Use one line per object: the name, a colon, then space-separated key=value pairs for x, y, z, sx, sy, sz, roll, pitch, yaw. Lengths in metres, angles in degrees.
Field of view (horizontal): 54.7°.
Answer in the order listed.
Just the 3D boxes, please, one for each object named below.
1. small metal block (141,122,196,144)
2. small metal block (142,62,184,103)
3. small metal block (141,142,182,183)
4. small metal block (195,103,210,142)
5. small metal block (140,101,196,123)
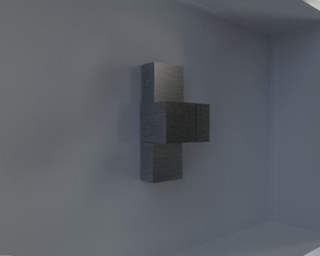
small metal block: x=0.010 y=0.005 z=0.397 sx=0.050 sy=0.050 sz=0.025 roll=0 pitch=91 yaw=-40
small metal block: x=0.004 y=-0.057 z=0.407 sx=0.050 sy=0.025 sz=0.050 roll=0 pitch=90 yaw=-40
small metal block: x=0.003 y=0.043 z=0.406 sx=0.050 sy=0.025 sz=0.050 roll=0 pitch=90 yaw=-40
small metal block: x=0.040 y=-0.007 z=0.421 sx=0.025 sy=0.050 sz=0.050 roll=0 pitch=90 yaw=-40
small metal block: x=0.010 y=-0.019 z=0.396 sx=0.050 sy=0.050 sz=0.025 roll=0 pitch=91 yaw=-40
